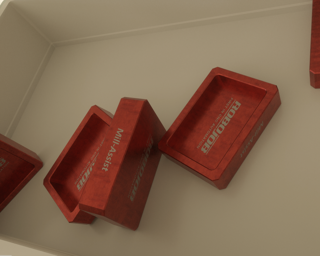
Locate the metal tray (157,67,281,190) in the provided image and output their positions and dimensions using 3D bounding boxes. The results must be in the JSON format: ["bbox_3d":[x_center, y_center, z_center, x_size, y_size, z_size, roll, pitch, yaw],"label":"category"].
[{"bbox_3d":[0.070,-0.005,0.367,0.090,0.030,0.130,28,77,37],"label":"metal tray"}]

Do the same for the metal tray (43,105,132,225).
[{"bbox_3d":[-0.089,0.045,0.400,0.090,0.030,0.130,36,94,40],"label":"metal tray"}]

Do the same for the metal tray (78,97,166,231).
[{"bbox_3d":[-0.035,0.042,0.352,0.030,0.090,0.130,9,66,23],"label":"metal tray"}]

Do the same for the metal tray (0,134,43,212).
[{"bbox_3d":[-0.248,0.076,0.444,0.130,0.090,0.030,-49,52,-6],"label":"metal tray"}]

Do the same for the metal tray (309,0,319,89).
[{"bbox_3d":[0.223,-0.108,0.352,0.090,0.030,0.130,1,62,28],"label":"metal tray"}]
